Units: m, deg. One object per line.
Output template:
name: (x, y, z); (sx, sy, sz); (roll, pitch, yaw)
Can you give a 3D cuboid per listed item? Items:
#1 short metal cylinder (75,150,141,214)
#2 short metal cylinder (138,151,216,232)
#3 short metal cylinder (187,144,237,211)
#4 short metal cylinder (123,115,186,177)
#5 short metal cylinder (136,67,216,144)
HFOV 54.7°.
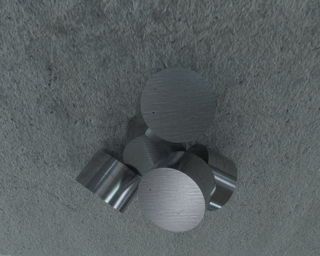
short metal cylinder: (-0.069, 0.074, 0.427); (0.080, 0.050, 0.080); (33, 164, 11)
short metal cylinder: (0.021, 0.074, 0.367); (0.080, 0.050, 0.079); (7, 110, 21)
short metal cylinder: (0.060, 0.069, 0.431); (0.050, 0.080, 0.080); (28, 125, -22)
short metal cylinder: (-0.007, 0.021, 0.410); (0.081, 0.050, 0.079); (-1, 130, 0)
short metal cylinder: (0.015, -0.022, 0.346); (0.081, 0.080, 0.050); (10, 173, -9)
